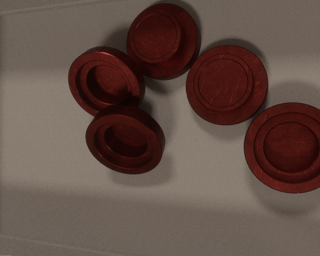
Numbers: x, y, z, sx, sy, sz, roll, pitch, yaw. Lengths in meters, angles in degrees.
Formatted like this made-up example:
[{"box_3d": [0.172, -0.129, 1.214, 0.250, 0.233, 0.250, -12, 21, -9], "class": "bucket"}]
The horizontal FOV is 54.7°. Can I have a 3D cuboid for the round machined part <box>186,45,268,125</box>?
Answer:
[{"box_3d": [0.078, -0.052, 0.374, 0.098, 0.042, 0.097, 0, 90, 19], "class": "round machined part"}]

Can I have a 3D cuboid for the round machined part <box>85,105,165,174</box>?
[{"box_3d": [-0.041, 0.011, 0.398, 0.098, 0.042, 0.097, 7, 129, 9], "class": "round machined part"}]

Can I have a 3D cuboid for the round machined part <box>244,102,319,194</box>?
[{"box_3d": [0.147, 0.021, 0.350, 0.098, 0.042, 0.097, 0, 90, 19], "class": "round machined part"}]

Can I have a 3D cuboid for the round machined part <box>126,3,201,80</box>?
[{"box_3d": [0.000, -0.113, 0.401, 0.098, 0.042, 0.097, 0, 90, 19], "class": "round machined part"}]

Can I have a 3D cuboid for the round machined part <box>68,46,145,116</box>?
[{"box_3d": [-0.066, -0.061, 0.408, 0.098, 0.042, 0.097, 8, 125, 12], "class": "round machined part"}]
